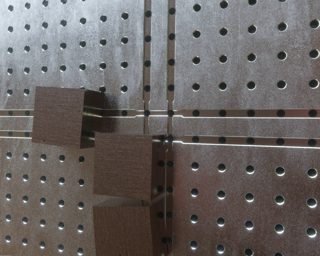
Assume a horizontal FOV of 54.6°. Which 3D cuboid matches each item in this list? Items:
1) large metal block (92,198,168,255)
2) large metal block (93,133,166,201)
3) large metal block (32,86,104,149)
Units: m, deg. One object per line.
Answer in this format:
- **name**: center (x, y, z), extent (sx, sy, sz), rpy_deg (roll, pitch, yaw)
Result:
- **large metal block**: center (-0.039, 0.139, 0.414), extent (0.080, 0.050, 0.080), rpy_deg (-5, 88, 20)
- **large metal block**: center (-0.039, 0.047, 0.414), extent (0.080, 0.050, 0.080), rpy_deg (2, 91, 20)
- **large metal block**: center (-0.132, -0.016, 0.447), extent (0.080, 0.050, 0.080), rpy_deg (6, 92, 20)
